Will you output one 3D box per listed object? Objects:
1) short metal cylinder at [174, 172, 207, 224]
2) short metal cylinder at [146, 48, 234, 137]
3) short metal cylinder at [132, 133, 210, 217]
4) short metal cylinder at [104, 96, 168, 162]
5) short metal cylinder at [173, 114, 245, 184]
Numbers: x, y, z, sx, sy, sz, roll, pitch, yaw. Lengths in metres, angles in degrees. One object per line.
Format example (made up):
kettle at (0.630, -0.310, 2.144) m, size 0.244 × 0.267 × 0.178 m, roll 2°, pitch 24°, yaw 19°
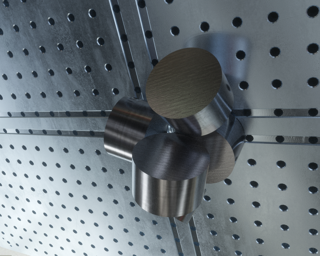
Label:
short metal cylinder at (0.015, 0.084, 0.412) m, size 0.080 × 0.050 × 0.080 m, roll 31°, pitch 171°, yaw 6°
short metal cylinder at (0.032, -0.037, 0.327) m, size 0.080 × 0.080 × 0.050 m, roll 2°, pitch 159°, yaw 27°
short metal cylinder at (0.010, 0.048, 0.334) m, size 0.080 × 0.080 × 0.050 m, roll 16°, pitch 125°, yaw 19°
short metal cylinder at (-0.027, 0.004, 0.392) m, size 0.050 × 0.080 × 0.079 m, roll 17°, pitch 125°, yaw 18°
short metal cylinder at (0.057, 0.020, 0.376) m, size 0.080 × 0.050 × 0.079 m, roll 13°, pitch 123°, yaw 21°
